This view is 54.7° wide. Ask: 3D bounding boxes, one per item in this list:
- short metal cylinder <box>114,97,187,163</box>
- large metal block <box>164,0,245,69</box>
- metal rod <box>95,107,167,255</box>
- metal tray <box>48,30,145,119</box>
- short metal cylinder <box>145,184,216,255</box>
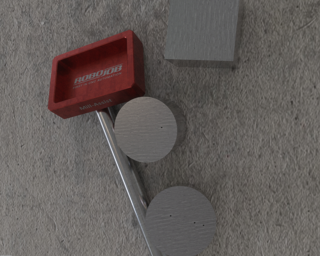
[{"bbox_3d":[-0.011,0.000,0.396,0.080,0.050,0.079,1,95,17],"label":"short metal cylinder"},{"bbox_3d":[0.055,-0.117,0.376,0.080,0.050,0.079,6,92,19],"label":"large metal block"},{"bbox_3d":[-0.030,0.093,0.419,0.025,0.025,0.299,-25,82,18],"label":"metal rod"},{"bbox_3d":[-0.087,-0.071,0.419,0.130,0.030,0.090,-13,63,19],"label":"metal tray"},{"bbox_3d":[0.026,0.109,0.376,0.080,0.050,0.080,-1,83,6],"label":"short metal cylinder"}]
